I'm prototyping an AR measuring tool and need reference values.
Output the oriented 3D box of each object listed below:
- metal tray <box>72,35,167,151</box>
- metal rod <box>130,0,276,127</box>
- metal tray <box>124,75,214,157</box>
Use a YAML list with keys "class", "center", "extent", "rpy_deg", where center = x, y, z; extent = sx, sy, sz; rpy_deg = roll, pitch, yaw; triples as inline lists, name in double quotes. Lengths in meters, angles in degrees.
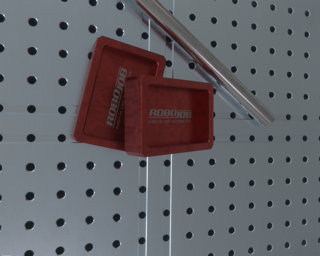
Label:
- class: "metal tray"
  center: [-0.051, -0.039, 0.391]
  extent: [0.091, 0.030, 0.129]
  rpy_deg: [14, 85, -20]
- class: "metal rod"
  center: [0.055, -0.103, 0.432]
  extent: [0.301, 0.025, 0.025]
  rpy_deg: [40, 77, -16]
- class: "metal tray"
  center: [0.016, -0.015, 0.387]
  extent: [0.131, 0.030, 0.089]
  rpy_deg: [-2, 93, -44]
